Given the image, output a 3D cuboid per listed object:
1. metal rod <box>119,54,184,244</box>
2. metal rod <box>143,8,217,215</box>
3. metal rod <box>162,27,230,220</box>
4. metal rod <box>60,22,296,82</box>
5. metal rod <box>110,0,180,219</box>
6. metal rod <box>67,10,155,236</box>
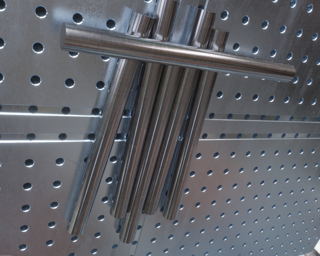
[{"bbox_3d":[-0.017,0.042,0.427,0.025,0.025,0.298,1,118,-29],"label":"metal rod"},{"bbox_3d":[0.018,-0.005,0.419,0.025,0.025,0.298,1,118,-29],"label":"metal rod"},{"bbox_3d":[0.044,0.011,0.442,0.025,0.025,0.298,-2,120,-27],"label":"metal rod"},{"bbox_3d":[0.044,-0.079,0.353,0.302,0.025,0.025,2,118,-29],"label":"metal rod"},{"bbox_3d":[-0.026,-0.007,0.392,0.025,0.025,0.298,1,118,-29],"label":"metal rod"},{"bbox_3d":[-0.067,0.011,0.379,0.025,0.025,0.298,7,115,-32],"label":"metal rod"}]
